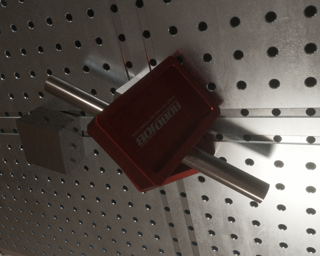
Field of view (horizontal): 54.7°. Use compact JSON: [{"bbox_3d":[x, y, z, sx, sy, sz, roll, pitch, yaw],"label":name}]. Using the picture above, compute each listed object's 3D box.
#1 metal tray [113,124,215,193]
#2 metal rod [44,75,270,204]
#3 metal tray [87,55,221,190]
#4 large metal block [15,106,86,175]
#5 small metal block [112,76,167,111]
[{"bbox_3d":[-0.003,0.032,0.427,0.130,0.030,0.090,-27,104,37],"label":"metal tray"},{"bbox_3d":[-0.012,0.008,0.381,0.301,0.025,0.025,27,128,11],"label":"metal rod"},{"bbox_3d":[-0.001,-0.010,0.335,0.090,0.131,0.030,48,146,-6],"label":"metal tray"},{"bbox_3d":[-0.172,0.019,0.495,0.080,0.050,0.079,13,124,20],"label":"large metal block"},{"bbox_3d":[-0.023,-0.035,0.385,0.050,0.050,0.025,28,128,11],"label":"small metal block"}]
